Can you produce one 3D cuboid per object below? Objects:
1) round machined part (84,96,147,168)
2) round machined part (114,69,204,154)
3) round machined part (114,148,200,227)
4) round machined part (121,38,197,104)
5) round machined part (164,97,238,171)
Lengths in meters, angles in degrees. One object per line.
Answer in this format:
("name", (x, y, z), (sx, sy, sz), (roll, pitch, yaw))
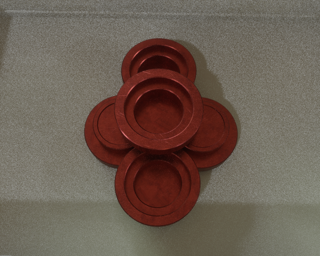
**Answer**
("round machined part", (-0.048, 0.001, 0.398), (0.099, 0.042, 0.098), (0, 70, -1))
("round machined part", (-0.001, -0.016, 0.360), (0.099, 0.042, 0.098), (0, 70, -1))
("round machined part", (-0.003, 0.069, 0.373), (0.099, 0.042, 0.098), (0, 70, -1))
("round machined part", (-0.001, -0.070, 0.424), (0.099, 0.042, 0.098), (0, 70, -1))
("round machined part", (0.051, 0.004, 0.397), (0.099, 0.042, 0.098), (0, 70, -1))
